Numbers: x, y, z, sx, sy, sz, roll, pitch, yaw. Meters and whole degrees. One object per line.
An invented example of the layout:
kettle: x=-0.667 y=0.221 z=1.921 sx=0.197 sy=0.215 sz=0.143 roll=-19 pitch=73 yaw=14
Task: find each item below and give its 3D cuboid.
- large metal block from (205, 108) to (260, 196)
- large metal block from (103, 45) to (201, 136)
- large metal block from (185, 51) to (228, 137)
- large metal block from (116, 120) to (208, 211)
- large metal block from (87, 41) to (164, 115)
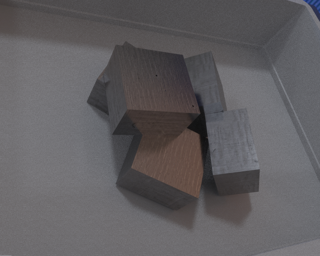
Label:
large metal block: x=0.091 y=0.033 z=0.391 sx=0.050 sy=0.080 sz=0.080 roll=-9 pitch=59 yaw=11
large metal block: x=-0.012 y=-0.039 z=0.340 sx=0.081 sy=0.050 sz=0.080 roll=2 pitch=60 yaw=-26
large metal block: x=0.059 y=-0.042 z=0.419 sx=0.080 sy=0.050 sz=0.080 roll=53 pitch=29 yaw=-55
large metal block: x=0.005 y=0.039 z=0.364 sx=0.080 sy=0.050 sz=0.080 roll=27 pitch=52 yaw=-12
large metal block: x=-0.035 y=-0.053 z=0.403 sx=0.080 sy=0.050 sz=0.080 roll=32 pitch=51 yaw=-8
